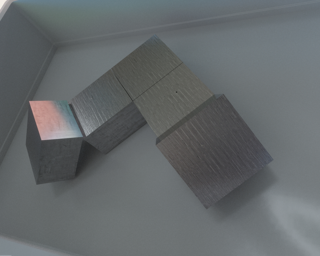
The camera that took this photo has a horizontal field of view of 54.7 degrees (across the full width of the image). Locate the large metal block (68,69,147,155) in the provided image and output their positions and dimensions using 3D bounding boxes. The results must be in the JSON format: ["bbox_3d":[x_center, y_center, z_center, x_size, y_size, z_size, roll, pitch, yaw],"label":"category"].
[{"bbox_3d":[-0.074,-0.024,0.441,0.080,0.050,0.080,-38,51,3],"label":"large metal block"}]

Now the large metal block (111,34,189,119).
[{"bbox_3d":[-0.010,-0.073,0.437,0.080,0.050,0.080,-38,51,3],"label":"large metal block"}]

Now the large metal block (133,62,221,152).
[{"bbox_3d":[0.026,-0.021,0.387,0.080,0.050,0.080,-38,51,3],"label":"large metal block"}]

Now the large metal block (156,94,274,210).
[{"bbox_3d":[0.052,0.021,0.320,0.080,0.050,0.080,-38,95,3],"label":"large metal block"}]

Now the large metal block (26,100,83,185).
[{"bbox_3d":[-0.149,0.018,0.427,0.080,0.050,0.079,55,136,39],"label":"large metal block"}]
